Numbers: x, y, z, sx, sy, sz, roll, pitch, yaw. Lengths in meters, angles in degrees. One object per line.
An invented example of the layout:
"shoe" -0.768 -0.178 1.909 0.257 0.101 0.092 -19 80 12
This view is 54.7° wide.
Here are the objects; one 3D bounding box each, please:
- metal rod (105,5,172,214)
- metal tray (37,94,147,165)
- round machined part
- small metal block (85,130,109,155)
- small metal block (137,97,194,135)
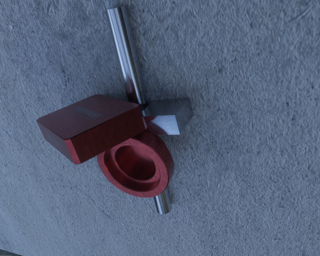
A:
"metal rod" -0.022 -0.006 0.415 0.025 0.025 0.298 2 120 27
"metal tray" -0.088 -0.005 0.377 0.130 0.091 0.030 18 130 54
"round machined part" -0.027 0.039 0.399 0.098 0.042 0.097 12 127 18
"small metal block" -0.075 0.011 0.437 0.050 0.050 0.025 -20 108 35
"small metal block" 0.008 -0.015 0.378 0.050 0.050 0.025 -1 118 28
